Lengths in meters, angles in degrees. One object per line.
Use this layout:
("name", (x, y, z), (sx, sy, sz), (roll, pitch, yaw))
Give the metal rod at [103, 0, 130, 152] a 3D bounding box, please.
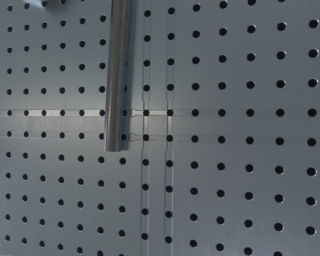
("metal rod", (-0.058, -0.117, 0.433), (0.025, 0.025, 0.298), (4, 91, 20))
